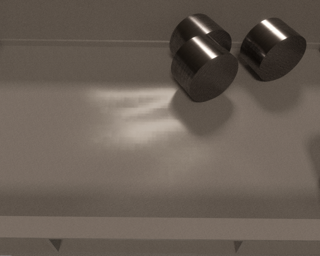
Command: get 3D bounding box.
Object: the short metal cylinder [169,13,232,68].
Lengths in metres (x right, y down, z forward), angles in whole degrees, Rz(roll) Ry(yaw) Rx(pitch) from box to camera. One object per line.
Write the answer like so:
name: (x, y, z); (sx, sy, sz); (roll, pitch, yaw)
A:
short metal cylinder: (0.062, -0.127, 0.477); (0.081, 0.080, 0.050); (-22, 54, -18)

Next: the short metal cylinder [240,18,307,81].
short metal cylinder: (0.171, -0.119, 0.471); (0.081, 0.080, 0.050); (-18, 53, -15)

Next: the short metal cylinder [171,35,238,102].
short metal cylinder: (0.063, -0.084, 0.441); (0.081, 0.080, 0.050); (-22, 54, -18)
